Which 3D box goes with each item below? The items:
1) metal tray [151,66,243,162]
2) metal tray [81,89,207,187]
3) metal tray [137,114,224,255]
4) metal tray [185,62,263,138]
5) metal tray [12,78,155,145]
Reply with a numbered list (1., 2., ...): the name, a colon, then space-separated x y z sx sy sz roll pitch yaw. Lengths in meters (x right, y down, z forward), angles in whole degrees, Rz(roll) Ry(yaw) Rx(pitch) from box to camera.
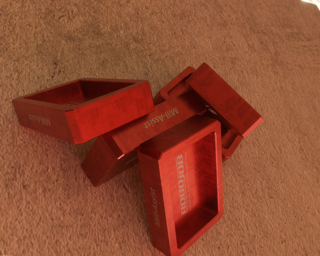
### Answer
1. metal tray: 0.062 -0.020 0.450 0.130 0.030 0.090 44 51 2
2. metal tray: -0.017 0.010 0.349 0.131 0.090 0.030 -28 78 -38
3. metal tray: 0.027 0.061 0.328 0.091 0.030 0.129 -28 122 -37
4. metal tray: 0.076 -0.034 0.397 0.090 0.030 0.130 44 6 1
5. metal tray: -0.081 -0.024 0.317 0.091 0.130 0.030 -27 116 -38
